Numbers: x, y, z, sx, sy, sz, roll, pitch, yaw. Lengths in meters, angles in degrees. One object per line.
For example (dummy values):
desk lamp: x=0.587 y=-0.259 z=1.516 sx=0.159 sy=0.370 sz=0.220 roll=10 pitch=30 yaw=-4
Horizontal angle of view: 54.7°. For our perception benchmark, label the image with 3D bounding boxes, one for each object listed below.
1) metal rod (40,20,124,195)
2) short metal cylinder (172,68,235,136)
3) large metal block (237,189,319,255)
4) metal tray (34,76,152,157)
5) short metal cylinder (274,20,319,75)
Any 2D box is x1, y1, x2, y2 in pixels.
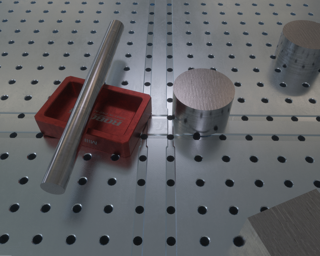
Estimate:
metal rod: x=-0.090 y=-0.052 z=0.410 sx=0.025 sy=0.025 sz=0.300 roll=6 pitch=50 yaw=5
short metal cylinder: x=0.057 y=-0.036 z=0.422 sx=0.080 sy=0.050 sz=0.080 roll=0 pitch=50 yaw=0
large metal block: x=0.134 y=0.116 z=0.294 sx=0.081 sy=0.050 sz=0.080 roll=-18 pitch=52 yaw=-14
metal tray: x=-0.086 y=-0.019 z=0.419 sx=0.131 sy=0.030 sz=0.090 roll=15 pitch=51 yaw=12
short metal cylinder: x=0.233 y=-0.131 z=0.503 sx=0.080 sy=0.050 sz=0.080 roll=0 pitch=50 yaw=0
